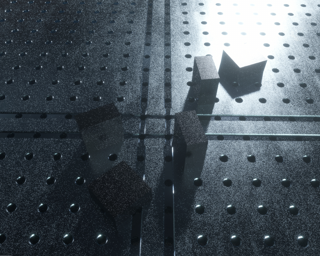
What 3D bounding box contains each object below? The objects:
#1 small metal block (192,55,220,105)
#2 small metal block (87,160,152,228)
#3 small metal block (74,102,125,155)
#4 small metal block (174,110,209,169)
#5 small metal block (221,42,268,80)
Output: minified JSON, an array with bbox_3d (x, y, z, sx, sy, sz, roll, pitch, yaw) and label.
[{"bbox_3d":[0.065,-0.069,0.450,0.025,0.050,0.050,-5,50,-5],"label":"small metal block"},{"bbox_3d":[-0.044,0.072,0.346,0.050,0.025,0.050,-34,58,-26],"label":"small metal block"},{"bbox_3d":[-0.075,0.001,0.390,0.050,0.050,0.025,-21,54,-17],"label":"small metal block"},{"bbox_3d":[0.036,0.014,0.380,0.025,0.050,0.050,-11,51,-9],"label":"small metal block"},{"bbox_3d":[0.135,-0.109,0.501,0.050,0.025,0.050,-18,53,-15],"label":"small metal block"}]
